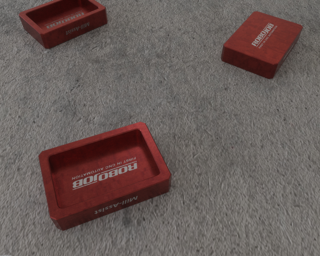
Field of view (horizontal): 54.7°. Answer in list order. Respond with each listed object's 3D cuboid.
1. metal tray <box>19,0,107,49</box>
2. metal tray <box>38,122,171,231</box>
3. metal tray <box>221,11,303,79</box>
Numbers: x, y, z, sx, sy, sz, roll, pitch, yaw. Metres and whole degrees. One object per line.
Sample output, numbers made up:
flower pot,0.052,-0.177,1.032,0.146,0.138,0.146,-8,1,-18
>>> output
metal tray,-0.174,-0.201,0.567,0.131,0.030,0.090,-34,58,-25
metal tray,-0.063,0.050,0.356,0.131,0.030,0.090,-17,52,-14
metal tray,0.173,-0.144,0.522,0.090,0.030,0.131,27,55,21
